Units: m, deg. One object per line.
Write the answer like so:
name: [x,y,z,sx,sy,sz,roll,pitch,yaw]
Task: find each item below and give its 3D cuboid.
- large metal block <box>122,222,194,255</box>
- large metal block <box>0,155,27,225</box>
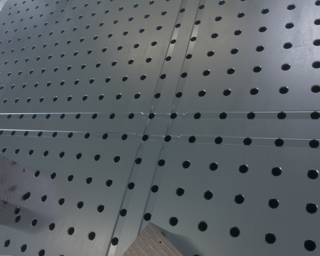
large metal block: [0.000,0.153,0.299,0.080,0.050,0.080,35,81,38]
large metal block: [-0.247,0.084,0.453,0.050,0.080,0.080,-32,52,8]
